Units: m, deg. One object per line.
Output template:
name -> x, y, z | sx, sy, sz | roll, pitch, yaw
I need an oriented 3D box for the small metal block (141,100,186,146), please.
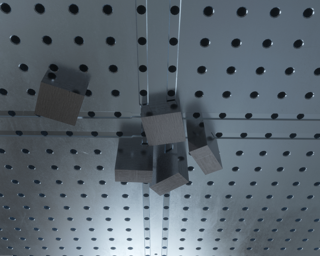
small metal block -> 0.005, -0.006, 0.407 | 0.050, 0.025, 0.050 | -8, 130, 7

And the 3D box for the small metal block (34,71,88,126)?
small metal block -> -0.121, -0.035, 0.380 | 0.050, 0.025, 0.050 | 18, 128, -15

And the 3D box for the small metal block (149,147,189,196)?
small metal block -> 0.013, 0.062, 0.448 | 0.050, 0.050, 0.025 | -30, 124, 23

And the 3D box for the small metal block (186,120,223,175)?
small metal block -> 0.060, 0.026, 0.418 | 0.025, 0.050, 0.050 | -23, 126, 18

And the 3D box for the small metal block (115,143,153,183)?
small metal block -> -0.036, 0.049, 0.436 | 0.050, 0.050, 0.025 | 3, 130, -3
